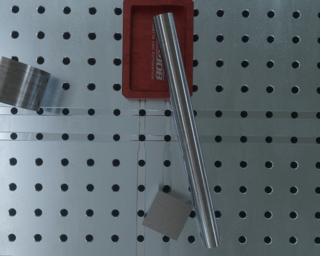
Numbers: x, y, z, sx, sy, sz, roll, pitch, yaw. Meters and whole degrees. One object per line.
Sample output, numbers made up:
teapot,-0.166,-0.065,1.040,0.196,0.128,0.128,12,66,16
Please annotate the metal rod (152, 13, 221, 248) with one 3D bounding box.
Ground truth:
metal rod,0.036,0.010,0.391,0.025,0.025,0.298,-13,99,0

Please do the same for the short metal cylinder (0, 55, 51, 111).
short metal cylinder,-0.184,-0.057,0.383,0.080,0.080,0.050,18,90,-1

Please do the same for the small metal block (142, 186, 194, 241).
small metal block,0.010,0.113,0.414,0.050,0.025,0.050,26,90,-1

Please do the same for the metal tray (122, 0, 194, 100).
metal tray,-0.003,-0.102,0.410,0.091,0.030,0.129,1,90,-1
